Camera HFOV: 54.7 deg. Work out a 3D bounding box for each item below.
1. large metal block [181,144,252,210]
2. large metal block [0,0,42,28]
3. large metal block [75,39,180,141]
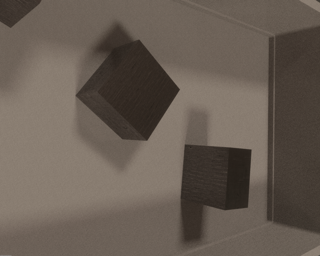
[{"bbox_3d":[0.078,0.066,0.439,0.050,0.080,0.080,8,85,-40],"label":"large metal block"},{"bbox_3d":[-0.139,-0.137,0.255,0.080,0.080,0.050,32,70,-36],"label":"large metal block"},{"bbox_3d":[-0.035,-0.042,0.363,0.080,0.050,0.080,47,62,-30],"label":"large metal block"}]
